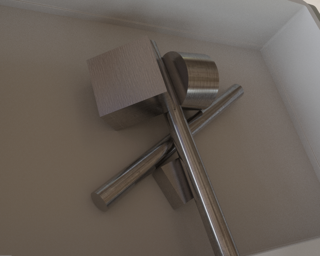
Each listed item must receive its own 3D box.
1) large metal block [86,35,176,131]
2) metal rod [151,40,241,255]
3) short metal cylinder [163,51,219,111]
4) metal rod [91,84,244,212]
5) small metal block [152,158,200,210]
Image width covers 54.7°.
[{"bbox_3d":[-0.035,-0.053,0.378,0.080,0.050,0.080,-20,67,7],"label":"large metal block"},{"bbox_3d":[0.029,0.014,0.379,0.025,0.025,0.299,-5,63,-31],"label":"metal rod"},{"bbox_3d":[0.035,-0.063,0.427,0.050,0.080,0.080,-4,64,-32],"label":"short metal cylinder"},{"bbox_3d":[0.032,0.008,0.417,0.025,0.025,0.302,49,51,6],"label":"metal rod"},{"bbox_3d":[0.028,0.064,0.381,0.050,0.025,0.050,-24,75,-37],"label":"small metal block"}]
